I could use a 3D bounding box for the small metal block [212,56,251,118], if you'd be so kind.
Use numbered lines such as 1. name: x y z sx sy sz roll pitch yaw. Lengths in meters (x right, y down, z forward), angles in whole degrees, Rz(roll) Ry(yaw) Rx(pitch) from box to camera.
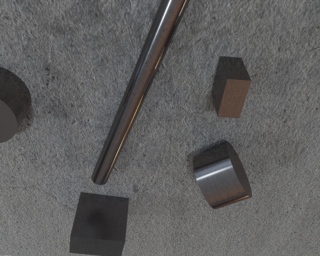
1. small metal block: 0.079 -0.047 0.352 0.025 0.050 0.050 4 130 -3

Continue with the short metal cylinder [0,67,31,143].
1. short metal cylinder: -0.201 -0.027 0.365 0.081 0.050 0.079 0 130 0

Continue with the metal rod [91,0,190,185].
1. metal rod: -0.036 -0.029 0.382 0.025 0.025 0.298 17 128 -14

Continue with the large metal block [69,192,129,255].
1. large metal block: -0.097 0.157 0.503 0.081 0.080 0.050 9 130 -8

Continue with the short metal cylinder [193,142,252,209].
1. short metal cylinder: 0.087 0.066 0.429 0.050 0.080 0.080 -25 126 19
